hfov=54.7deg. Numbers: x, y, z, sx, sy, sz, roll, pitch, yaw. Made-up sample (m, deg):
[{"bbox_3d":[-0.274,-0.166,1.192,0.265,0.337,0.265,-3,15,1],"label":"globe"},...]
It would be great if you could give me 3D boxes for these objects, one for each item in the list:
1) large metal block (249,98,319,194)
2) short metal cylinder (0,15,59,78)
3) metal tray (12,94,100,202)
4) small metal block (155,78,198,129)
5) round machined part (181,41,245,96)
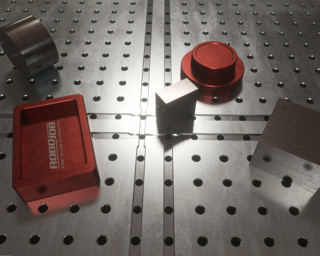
[{"bbox_3d":[0.166,0.019,0.378,0.080,0.050,0.080,24,54,18],"label":"large metal block"},{"bbox_3d":[-0.201,-0.124,0.473,0.080,0.080,0.050,36,59,26],"label":"short metal cylinder"},{"bbox_3d":[-0.131,0.018,0.387,0.091,0.030,0.130,-12,51,-11],"label":"metal tray"},{"bbox_3d":[0.022,-0.033,0.419,0.050,0.050,0.025,-26,55,-21],"label":"small metal block"},{"bbox_3d":[0.082,-0.098,0.480,0.099,0.042,0.098,0,50,0],"label":"round machined part"}]
